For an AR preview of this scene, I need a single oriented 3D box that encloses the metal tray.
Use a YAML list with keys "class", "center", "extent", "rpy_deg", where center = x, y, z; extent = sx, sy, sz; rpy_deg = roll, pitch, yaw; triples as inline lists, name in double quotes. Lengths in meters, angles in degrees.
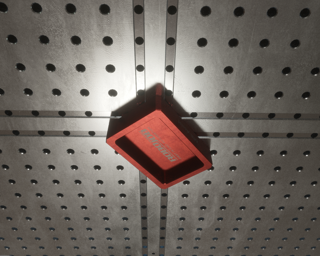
- class: "metal tray"
  center: [0.002, 0.026, 0.430]
  extent: [0.090, 0.030, 0.130]
  rpy_deg: [-30, 125, 22]
